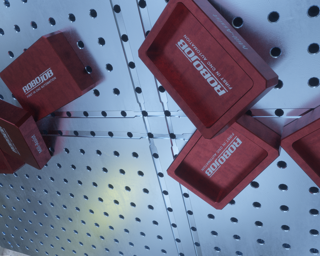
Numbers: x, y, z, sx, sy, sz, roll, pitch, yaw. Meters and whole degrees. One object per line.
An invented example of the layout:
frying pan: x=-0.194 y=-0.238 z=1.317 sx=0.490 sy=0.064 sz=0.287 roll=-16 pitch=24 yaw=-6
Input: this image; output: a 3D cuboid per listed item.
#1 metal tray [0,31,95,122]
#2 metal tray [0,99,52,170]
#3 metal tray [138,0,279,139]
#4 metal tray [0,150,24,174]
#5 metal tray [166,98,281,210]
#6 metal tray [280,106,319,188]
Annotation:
metal tray: x=-0.167 y=-0.070 z=0.454 sx=0.130 sy=0.030 sz=0.090 roll=-21 pitch=107 yaw=36
metal tray: x=-0.242 y=0.010 z=0.518 sx=0.090 sy=0.030 sz=0.129 roll=22 pitch=145 yaw=15
metal tray: x=0.043 y=-0.065 z=0.320 sx=0.130 sy=0.030 sz=0.090 roll=52 pitch=130 yaw=14
metal tray: x=-0.341 y=0.045 z=0.617 sx=0.130 sy=0.030 sz=0.090 roll=-4 pitch=117 yaw=30
metal tray: x=0.076 y=0.037 z=0.391 sx=0.090 sy=0.030 sz=0.129 roll=35 pitch=129 yaw=4
metal tray: x=0.203 y=0.033 z=0.320 sx=0.130 sy=0.030 sz=0.090 roll=46 pitch=129 yaw=-5
